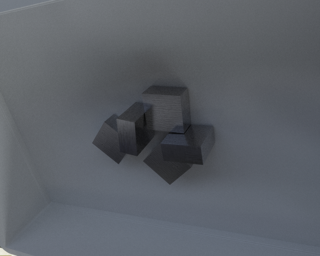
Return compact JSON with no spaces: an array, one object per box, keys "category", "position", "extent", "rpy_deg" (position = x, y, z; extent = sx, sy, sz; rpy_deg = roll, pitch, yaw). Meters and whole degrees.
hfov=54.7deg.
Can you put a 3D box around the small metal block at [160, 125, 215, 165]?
[{"category":"small metal block","position":[0.035,0.019,0.381],"extent":[0.050,0.050,0.025],"rpy_deg":[3,120,26]}]

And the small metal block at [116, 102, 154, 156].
[{"category":"small metal block","position":[-0.031,0.000,0.405],"extent":[0.025,0.050,0.050],"rpy_deg":[12,123,21]}]

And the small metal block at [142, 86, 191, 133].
[{"category":"small metal block","position":[0.009,-0.023,0.386],"extent":[0.050,0.025,0.050],"rpy_deg":[6,121,24]}]

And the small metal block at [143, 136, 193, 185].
[{"category":"small metal block","position":[0.014,0.042,0.424],"extent":[0.050,0.025,0.050],"rpy_deg":[42,129,-1]}]

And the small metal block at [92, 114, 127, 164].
[{"category":"small metal block","position":[-0.063,0.016,0.448],"extent":[0.050,0.025,0.050],"rpy_deg":[39,129,1]}]
